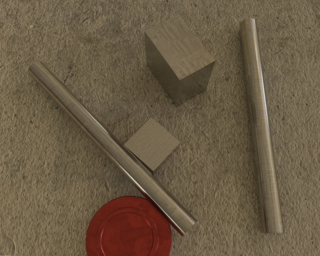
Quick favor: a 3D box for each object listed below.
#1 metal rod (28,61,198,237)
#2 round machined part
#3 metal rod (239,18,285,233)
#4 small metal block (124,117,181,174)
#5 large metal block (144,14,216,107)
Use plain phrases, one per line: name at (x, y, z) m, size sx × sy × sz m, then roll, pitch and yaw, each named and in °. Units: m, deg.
metal rod at (-0.070, 0.014, 0.391) m, size 0.025 × 0.025 × 0.300 m, roll -42°, pitch 72°, yaw -14°
round machined part at (-0.035, 0.126, 0.353) m, size 0.099 × 0.042 × 0.098 m, roll 0°, pitch 70°, yaw 0°
metal rod at (0.133, -0.017, 0.415) m, size 0.025 × 0.025 × 0.299 m, roll 0°, pitch 70°, yaw 0°
small metal block at (-0.010, 0.024, 0.399) m, size 0.050 × 0.025 × 0.050 m, roll 40°, pitch 74°, yaw 13°
large metal block at (0.023, -0.086, 0.411) m, size 0.050 × 0.080 × 0.080 m, roll -30°, pitch 73°, yaw -10°
